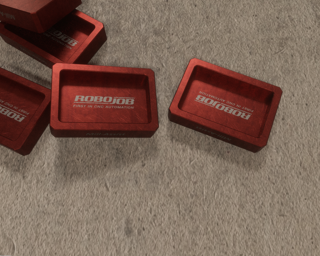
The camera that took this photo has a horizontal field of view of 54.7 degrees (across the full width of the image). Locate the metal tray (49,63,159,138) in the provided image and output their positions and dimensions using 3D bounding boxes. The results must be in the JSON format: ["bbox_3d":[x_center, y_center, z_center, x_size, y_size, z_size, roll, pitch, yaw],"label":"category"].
[{"bbox_3d":[-0.071,-0.034,0.400,0.131,0.030,0.090,1,69,-15],"label":"metal tray"}]

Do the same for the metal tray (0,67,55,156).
[{"bbox_3d":[-0.213,-0.030,0.413,0.130,0.030,0.090,24,71,8],"label":"metal tray"}]

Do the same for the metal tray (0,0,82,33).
[{"bbox_3d":[-0.192,-0.186,0.445,0.130,0.030,0.090,22,56,21],"label":"metal tray"}]

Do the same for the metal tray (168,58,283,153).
[{"bbox_3d":[0.087,-0.032,0.418,0.131,0.030,0.090,21,71,7],"label":"metal tray"}]

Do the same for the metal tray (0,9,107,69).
[{"bbox_3d":[-0.157,-0.139,0.454,0.130,0.030,0.090,30,72,10],"label":"metal tray"}]
